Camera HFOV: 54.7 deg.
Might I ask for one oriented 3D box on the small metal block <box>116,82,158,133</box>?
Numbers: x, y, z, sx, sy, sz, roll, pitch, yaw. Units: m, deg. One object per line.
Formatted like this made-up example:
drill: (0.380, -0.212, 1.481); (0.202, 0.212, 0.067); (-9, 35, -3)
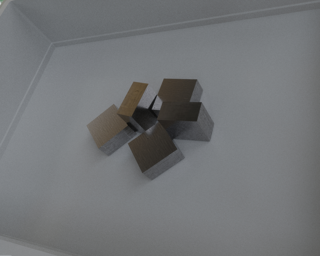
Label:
small metal block: (-0.025, -0.026, 0.414); (0.025, 0.050, 0.050); (13, 69, 33)

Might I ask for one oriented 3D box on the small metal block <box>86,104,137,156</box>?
small metal block: (-0.069, 0.002, 0.436); (0.050, 0.025, 0.050); (-38, 51, 2)

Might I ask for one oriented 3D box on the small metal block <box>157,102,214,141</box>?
small metal block: (0.032, -0.008, 0.374); (0.050, 0.050, 0.025); (3, 64, 29)

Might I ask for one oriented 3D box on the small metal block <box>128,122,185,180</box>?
small metal block: (-0.005, 0.028, 0.387); (0.050, 0.025, 0.050); (-35, 52, 4)

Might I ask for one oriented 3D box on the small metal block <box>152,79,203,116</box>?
small metal block: (0.024, -0.038, 0.413); (0.050, 0.025, 0.050); (7, 65, 30)
